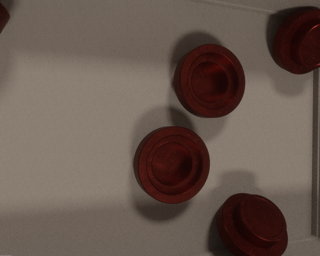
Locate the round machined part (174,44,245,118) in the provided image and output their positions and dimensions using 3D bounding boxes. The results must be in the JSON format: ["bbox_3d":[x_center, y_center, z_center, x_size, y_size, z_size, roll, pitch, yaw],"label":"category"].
[{"bbox_3d":[0.064,-0.062,0.426,0.099,0.042,0.097,0,90,-21],"label":"round machined part"}]

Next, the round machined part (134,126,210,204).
[{"bbox_3d":[0.012,0.046,0.407,0.099,0.042,0.097,0,90,-21],"label":"round machined part"}]

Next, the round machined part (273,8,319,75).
[{"bbox_3d":[0.225,-0.127,0.466,0.099,0.042,0.097,-9,120,-16],"label":"round machined part"}]

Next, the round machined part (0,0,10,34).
[{"bbox_3d":[-0.194,-0.138,0.300,0.098,0.098,0.042,28,81,-18],"label":"round machined part"}]

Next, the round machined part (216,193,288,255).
[{"bbox_3d":[0.131,0.131,0.423,0.099,0.042,0.098,13,43,-12],"label":"round machined part"}]
